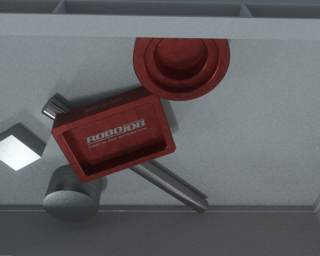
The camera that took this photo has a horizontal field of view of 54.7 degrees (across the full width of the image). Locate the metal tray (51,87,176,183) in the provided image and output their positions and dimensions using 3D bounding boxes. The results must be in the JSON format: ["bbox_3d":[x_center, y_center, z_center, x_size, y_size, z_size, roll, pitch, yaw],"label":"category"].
[{"bbox_3d":[-0.054,0.009,0.388,0.131,0.030,0.090,-19,122,0],"label":"metal tray"}]

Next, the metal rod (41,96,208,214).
[{"bbox_3d":[-0.034,0.052,0.452,0.025,0.025,0.301,-37,122,27],"label":"metal rod"}]

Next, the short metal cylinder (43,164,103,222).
[{"bbox_3d":[-0.132,0.101,0.477,0.081,0.050,0.079,0,130,0],"label":"short metal cylinder"}]

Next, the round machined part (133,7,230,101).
[{"bbox_3d":[0.022,-0.080,0.330,0.099,0.042,0.097,-1,130,0],"label":"round machined part"}]

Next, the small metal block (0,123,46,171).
[{"bbox_3d":[-0.198,0.027,0.429,0.050,0.025,0.050,-26,126,20],"label":"small metal block"}]
